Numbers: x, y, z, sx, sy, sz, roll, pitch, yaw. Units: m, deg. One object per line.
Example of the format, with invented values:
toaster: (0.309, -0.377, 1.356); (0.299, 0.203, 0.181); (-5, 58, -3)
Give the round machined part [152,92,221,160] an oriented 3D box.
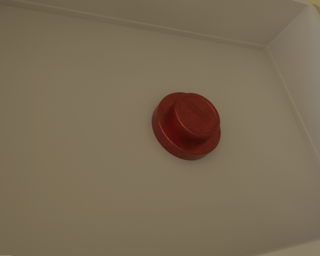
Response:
round machined part: (0.042, -0.009, 0.422); (0.099, 0.042, 0.098); (13, 56, -21)
